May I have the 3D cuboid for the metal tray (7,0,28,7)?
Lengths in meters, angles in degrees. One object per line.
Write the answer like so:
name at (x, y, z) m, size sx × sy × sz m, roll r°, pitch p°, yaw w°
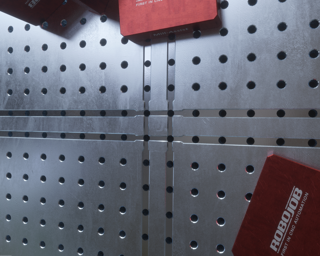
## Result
metal tray at (-0.236, -0.272, 0.494) m, size 0.090 × 0.030 × 0.129 m, roll 28°, pitch 99°, yaw 18°

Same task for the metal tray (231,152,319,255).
metal tray at (0.148, 0.103, 0.358) m, size 0.090 × 0.030 × 0.129 m, roll 21°, pitch 97°, yaw 18°

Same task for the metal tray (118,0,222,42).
metal tray at (0.010, -0.170, 0.407) m, size 0.130 × 0.030 × 0.090 m, roll -4°, pitch 89°, yaw 20°

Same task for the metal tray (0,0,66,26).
metal tray at (-0.168, -0.209, 0.438) m, size 0.130 × 0.090 × 0.030 m, roll -36°, pitch 78°, yaw 16°

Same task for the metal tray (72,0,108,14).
metal tray at (-0.088, -0.230, 0.409) m, size 0.030 × 0.090 × 0.129 m, roll 25°, pitch 98°, yaw 18°
